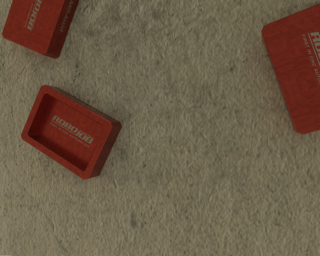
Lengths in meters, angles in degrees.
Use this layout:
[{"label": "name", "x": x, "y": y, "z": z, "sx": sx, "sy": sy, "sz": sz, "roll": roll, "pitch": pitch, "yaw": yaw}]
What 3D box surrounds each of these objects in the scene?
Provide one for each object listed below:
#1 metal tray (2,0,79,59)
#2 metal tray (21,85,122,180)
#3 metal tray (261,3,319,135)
[{"label": "metal tray", "x": -0.176, "y": -0.181, "z": 0.467, "sx": 0.090, "sy": 0.030, "sz": 0.129, "roll": 25, "pitch": 98, "yaw": 18}, {"label": "metal tray", "x": -0.131, "y": 0.004, "z": 0.450, "sx": 0.130, "sy": 0.030, "sz": 0.090, "roll": 29, "pitch": 99, "yaw": 17}, {"label": "metal tray", "x": 0.178, "y": -0.066, "z": 0.344, "sx": 0.090, "sy": 0.030, "sz": 0.129, "roll": -19, "pitch": 84, "yaw": 18}]
